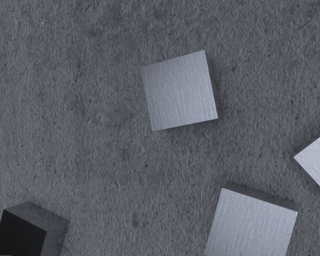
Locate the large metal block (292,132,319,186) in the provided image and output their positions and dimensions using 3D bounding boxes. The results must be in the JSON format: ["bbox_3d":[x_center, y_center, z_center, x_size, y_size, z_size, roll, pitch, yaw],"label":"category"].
[{"bbox_3d":[0.200,0.034,0.325,0.080,0.050,0.080,-42,77,15],"label":"large metal block"}]

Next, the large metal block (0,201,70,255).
[{"bbox_3d":[-0.194,0.167,0.464,0.080,0.050,0.080,18,96,19],"label":"large metal block"}]

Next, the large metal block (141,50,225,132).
[{"bbox_3d":[0.029,-0.042,0.385,0.080,0.050,0.080,-12,86,19],"label":"large metal block"}]

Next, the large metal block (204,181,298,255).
[{"bbox_3d":[0.105,0.115,0.359,0.080,0.050,0.080,16,95,19],"label":"large metal block"}]
